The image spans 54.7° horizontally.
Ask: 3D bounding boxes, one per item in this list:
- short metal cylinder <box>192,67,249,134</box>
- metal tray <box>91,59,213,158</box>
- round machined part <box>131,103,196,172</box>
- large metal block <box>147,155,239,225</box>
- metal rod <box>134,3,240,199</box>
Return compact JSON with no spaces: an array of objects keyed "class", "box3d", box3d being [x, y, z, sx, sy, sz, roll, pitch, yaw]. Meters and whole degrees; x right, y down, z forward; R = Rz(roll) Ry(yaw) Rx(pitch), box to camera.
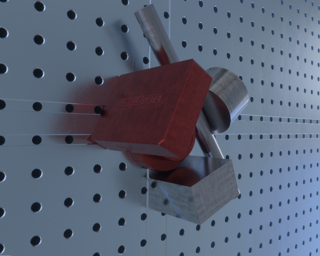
[{"class":"short metal cylinder","box3d":[0.077,-0.039,0.439,0.050,0.080,0.080,-45,117,-31]},{"class":"metal tray","box3d":[-0.014,-0.019,0.331,0.030,0.130,0.090,34,69,-35]},{"class":"round machined part","box3d":[0.009,0.009,0.407,0.099,0.042,0.097,0,90,-40]},{"class":"large metal block","box3d":[0.044,0.077,0.413,0.081,0.080,0.050,-25,106,-38]},{"class":"metal rod","box3d":[0.046,-0.020,0.422,0.025,0.025,0.299,-43,116,-32]}]
